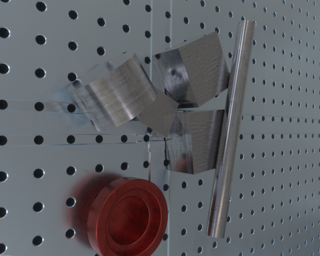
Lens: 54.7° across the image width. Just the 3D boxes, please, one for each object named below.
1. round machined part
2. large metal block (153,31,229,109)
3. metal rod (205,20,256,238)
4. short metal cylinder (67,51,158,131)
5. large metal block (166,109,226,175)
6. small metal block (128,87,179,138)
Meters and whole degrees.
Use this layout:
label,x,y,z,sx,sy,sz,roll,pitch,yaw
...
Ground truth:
label,x,y,z,sx,sy,sz,roll,pitch,yaw
round machined part,-0.041,0.106,0.364,0.099,0.042,0.097,0,90,-40
large metal block,0.048,-0.080,0.433,0.081,0.050,0.080,-33,111,-35
metal rod,0.098,-0.005,0.426,0.025,0.025,0.299,18,79,-39
short metal cylinder,-0.050,-0.040,0.331,0.080,0.080,0.050,-44,117,-31
large metal block,0.055,0.016,0.439,0.081,0.050,0.079,-7,95,-40
small metal block,-0.008,-0.020,0.402,0.050,0.025,0.050,32,70,-36
